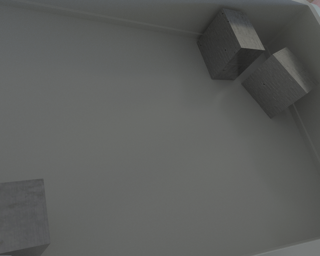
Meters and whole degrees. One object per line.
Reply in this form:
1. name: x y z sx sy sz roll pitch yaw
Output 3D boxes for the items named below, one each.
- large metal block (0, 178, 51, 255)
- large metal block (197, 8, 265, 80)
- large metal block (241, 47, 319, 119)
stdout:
1. large metal block: -0.138 0.082 0.246 0.081 0.080 0.050 -2 63 -29
2. large metal block: 0.114 -0.136 0.514 0.050 0.080 0.080 -3 63 -30
3. large metal block: 0.201 -0.075 0.524 0.050 0.080 0.080 -30 79 -38
